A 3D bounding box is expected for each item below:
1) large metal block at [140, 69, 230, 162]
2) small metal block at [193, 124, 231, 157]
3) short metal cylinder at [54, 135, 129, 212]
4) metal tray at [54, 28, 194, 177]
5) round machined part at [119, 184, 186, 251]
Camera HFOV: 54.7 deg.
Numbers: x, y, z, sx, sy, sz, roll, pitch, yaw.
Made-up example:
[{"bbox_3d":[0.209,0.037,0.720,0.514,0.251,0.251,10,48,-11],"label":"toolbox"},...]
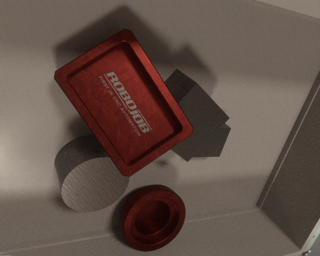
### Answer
[{"bbox_3d":[0.029,-0.015,0.401,0.080,0.050,0.080,-47,130,5],"label":"large metal block"},{"bbox_3d":[0.070,0.015,0.459,0.050,0.025,0.050,2,118,-30],"label":"small metal block"},{"bbox_3d":[-0.085,0.056,0.382,0.081,0.050,0.079,-14,125,-21],"label":"short metal cylinder"},{"bbox_3d":[-0.036,-0.026,0.331,0.090,0.030,0.130,-34,99,-6],"label":"metal tray"},{"bbox_3d":[-0.015,0.129,0.462,0.099,0.042,0.097,-8,108,-24],"label":"round machined part"}]
